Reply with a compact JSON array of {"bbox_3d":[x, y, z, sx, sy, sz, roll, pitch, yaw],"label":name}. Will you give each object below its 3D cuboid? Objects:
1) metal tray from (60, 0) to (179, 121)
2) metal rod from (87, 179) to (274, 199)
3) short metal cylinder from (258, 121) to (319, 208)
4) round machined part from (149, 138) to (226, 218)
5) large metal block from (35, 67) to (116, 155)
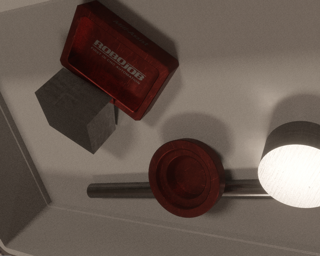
[{"bbox_3d":[-0.053,-0.081,0.381,0.130,0.030,0.089,37,129,2],"label":"metal tray"},{"bbox_3d":[0.011,0.092,0.458,0.300,0.025,0.025,-7,115,31],"label":"metal rod"},{"bbox_3d":[0.152,0.039,0.336,0.080,0.050,0.079,13,124,20],"label":"short metal cylinder"},{"bbox_3d":[0.038,0.061,0.400,0.098,0.042,0.097,3,95,30],"label":"round machined part"},{"bbox_3d":[-0.108,-0.021,0.413,0.080,0.050,0.080,31,152,12],"label":"large metal block"}]
